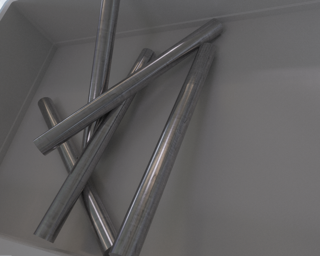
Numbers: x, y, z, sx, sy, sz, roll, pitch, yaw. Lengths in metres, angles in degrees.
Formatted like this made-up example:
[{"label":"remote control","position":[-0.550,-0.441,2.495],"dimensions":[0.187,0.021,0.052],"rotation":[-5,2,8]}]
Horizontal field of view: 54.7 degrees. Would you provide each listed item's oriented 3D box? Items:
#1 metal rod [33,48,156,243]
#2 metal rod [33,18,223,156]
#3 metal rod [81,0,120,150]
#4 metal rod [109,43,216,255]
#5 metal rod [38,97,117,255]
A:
[{"label":"metal rod","position":[-0.075,0.005,0.420],"dimensions":[0.025,0.025,0.300],"rotation":[8,59,32]},{"label":"metal rod","position":[-0.034,-0.062,0.423],"dimensions":[0.301,0.025,0.025],"rotation":[-37,50,-12]},{"label":"metal rod","position":[-0.077,-0.114,0.430],"dimensions":[0.025,0.025,0.298],"rotation":[12,95,33]},{"label":"metal rod","position":[0.018,0.001,0.352],"dimensions":[0.025,0.025,0.300],"rotation":[1,49,29]},{"label":"metal rod","position":[-0.125,0.048,0.442],"dimensions":[0.025,0.025,0.300],"rotation":[-40,51,1]}]
